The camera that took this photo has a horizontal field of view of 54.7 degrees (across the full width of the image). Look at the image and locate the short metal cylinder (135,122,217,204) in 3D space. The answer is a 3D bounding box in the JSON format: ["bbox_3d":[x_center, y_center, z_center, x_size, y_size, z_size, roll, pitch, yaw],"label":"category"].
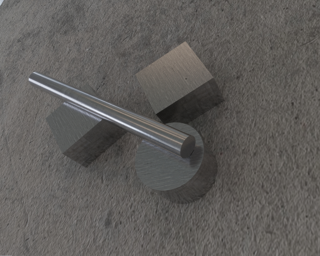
[{"bbox_3d":[0.019,0.040,0.353,0.080,0.050,0.080,-13,56,21],"label":"short metal cylinder"}]

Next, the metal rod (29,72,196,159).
[{"bbox_3d":[-0.083,-0.029,0.400,0.300,0.025,0.025,23,74,36],"label":"metal rod"}]

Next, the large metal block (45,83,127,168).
[{"bbox_3d":[-0.106,-0.005,0.446,0.080,0.050,0.080,-41,51,0],"label":"large metal block"}]

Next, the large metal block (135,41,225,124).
[{"bbox_3d":[0.025,-0.054,0.408,0.080,0.050,0.080,-32,52,7],"label":"large metal block"}]
